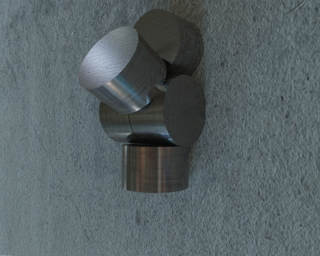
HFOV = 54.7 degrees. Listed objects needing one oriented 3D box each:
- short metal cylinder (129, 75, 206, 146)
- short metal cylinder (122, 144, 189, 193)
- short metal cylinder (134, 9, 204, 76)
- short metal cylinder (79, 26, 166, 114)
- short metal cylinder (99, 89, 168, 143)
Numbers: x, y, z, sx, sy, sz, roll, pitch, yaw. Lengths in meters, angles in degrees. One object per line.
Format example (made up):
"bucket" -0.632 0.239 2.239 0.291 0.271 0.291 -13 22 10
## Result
"short metal cylinder" 0.010 -0.019 0.360 0.050 0.081 0.079 0 90 40
"short metal cylinder" -0.006 0.045 0.374 0.080 0.081 0.050 0 90 39
"short metal cylinder" 0.007 -0.099 0.384 0.080 0.050 0.079 0 90 39
"short metal cylinder" -0.040 -0.062 0.335 0.080 0.050 0.080 -21 50 27
"short metal cylinder" -0.029 -0.020 0.393 0.050 0.081 0.079 1 91 39
